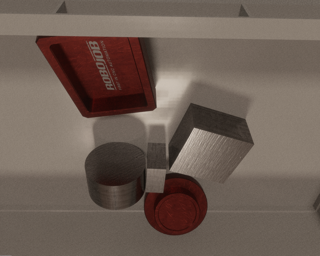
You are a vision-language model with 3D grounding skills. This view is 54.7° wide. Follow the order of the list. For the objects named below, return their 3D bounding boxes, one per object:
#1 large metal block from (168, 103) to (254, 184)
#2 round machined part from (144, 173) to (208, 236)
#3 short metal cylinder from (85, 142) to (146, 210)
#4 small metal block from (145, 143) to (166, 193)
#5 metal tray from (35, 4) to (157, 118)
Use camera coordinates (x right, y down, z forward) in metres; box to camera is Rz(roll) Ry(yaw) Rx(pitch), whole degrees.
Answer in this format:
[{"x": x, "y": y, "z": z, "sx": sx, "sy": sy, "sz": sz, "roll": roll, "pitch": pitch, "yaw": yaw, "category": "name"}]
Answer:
[{"x": 0.064, "y": 0.022, "z": 0.413, "sx": 0.081, "sy": 0.050, "sz": 0.079, "roll": 15, "pitch": 128, "yaw": -13, "category": "large metal block"}, {"x": 0.025, "y": 0.122, "z": 0.476, "sx": 0.099, "sy": 0.042, "sz": 0.097, "roll": -1, "pitch": 102, "yaw": -3, "category": "round machined part"}, {"x": -0.060, "y": 0.065, "z": 0.427, "sx": 0.081, "sy": 0.080, "sz": 0.050, "roll": 2, "pitch": 130, "yaw": -2, "category": "short metal cylinder"}, {"x": -0.006, "y": 0.056, "z": 0.441, "sx": 0.025, "sy": 0.050, "sz": 0.050, "roll": 3, "pitch": 130, "yaw": -3, "category": "small metal block"}, {"x": -0.057, "y": -0.062, "z": 0.326, "sx": 0.090, "sy": 0.030, "sz": 0.130, "roll": -6, "pitch": 148, "yaw": 5, "category": "metal tray"}]
